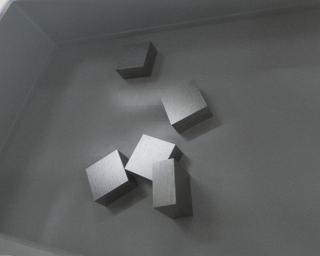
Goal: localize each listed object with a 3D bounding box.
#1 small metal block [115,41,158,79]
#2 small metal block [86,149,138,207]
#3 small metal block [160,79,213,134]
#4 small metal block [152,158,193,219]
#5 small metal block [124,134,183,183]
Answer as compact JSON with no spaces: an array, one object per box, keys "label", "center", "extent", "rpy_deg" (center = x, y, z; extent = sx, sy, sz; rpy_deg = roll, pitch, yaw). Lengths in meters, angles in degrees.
[{"label":"small metal block","center":[-0.037,-0.107,0.491],"extent":[0.050,0.025,0.050],"rpy_deg":[-1,61,27]},{"label":"small metal block","center":[-0.063,0.064,0.399],"extent":[0.050,0.025,0.050],"rpy_deg":[-32,52,7]},{"label":"small metal block","center":[0.034,-0.028,0.405],"extent":[0.050,0.025,0.050],"rpy_deg":[-28,52,10]},{"label":"small metal block","center":[0.014,0.068,0.341],"extent":[0.025,0.050,0.050],"rpy_deg":[-15,56,20]},{"label":"small metal block","center":[-0.007,0.041,0.385],"extent":[0.050,0.025,0.050],"rpy_deg":[17,70,34]}]
